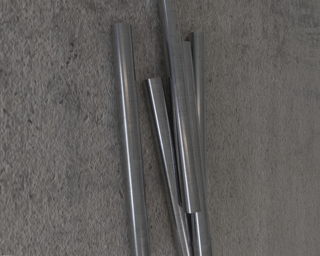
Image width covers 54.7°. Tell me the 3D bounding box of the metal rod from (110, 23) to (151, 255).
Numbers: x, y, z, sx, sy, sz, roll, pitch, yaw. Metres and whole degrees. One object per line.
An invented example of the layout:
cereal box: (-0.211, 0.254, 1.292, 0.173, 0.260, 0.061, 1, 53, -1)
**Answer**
metal rod: (-0.034, 0.028, 0.375, 0.025, 0.025, 0.298, -8, 95, -40)

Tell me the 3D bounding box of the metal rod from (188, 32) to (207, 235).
metal rod: (0.055, 0.013, 0.450, 0.025, 0.025, 0.298, -1, 91, -40)

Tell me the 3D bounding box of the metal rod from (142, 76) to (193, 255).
metal rod: (0.018, 0.081, 0.419, 0.025, 0.025, 0.298, -19, 102, -39)

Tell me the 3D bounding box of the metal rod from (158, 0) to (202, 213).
metal rod: (0.025, -0.041, 0.405, 0.025, 0.025, 0.298, -5, 87, -40)

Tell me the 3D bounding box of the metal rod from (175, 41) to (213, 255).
metal rod: (0.045, 0.032, 0.426, 0.025, 0.025, 0.298, -5, 88, -40)
